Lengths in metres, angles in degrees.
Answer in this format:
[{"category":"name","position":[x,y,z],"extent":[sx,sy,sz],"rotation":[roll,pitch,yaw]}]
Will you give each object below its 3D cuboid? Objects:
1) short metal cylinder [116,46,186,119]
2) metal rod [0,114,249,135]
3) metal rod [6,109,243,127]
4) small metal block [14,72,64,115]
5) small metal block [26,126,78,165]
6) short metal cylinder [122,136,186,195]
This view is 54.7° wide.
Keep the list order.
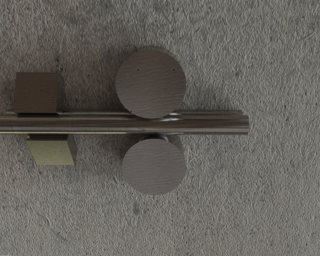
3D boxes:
[{"category":"short metal cylinder","position":[-0.010,-0.057,0.376],"extent":[0.081,0.050,0.079],"rotation":[0,110,0]},{"category":"metal rod","position":[-0.044,-0.004,0.383],"extent":[0.302,0.025,0.025],"rotation":[0,110,0]},{"category":"metal rod","position":[-0.045,-0.012,0.406],"extent":[0.302,0.025,0.025],"rotation":[0,110,-1]},{"category":"small metal block","position":[-0.149,-0.041,0.384],"extent":[0.050,0.025,0.050],"rotation":[0,83,0]},{"category":"small metal block","position":[-0.140,0.024,0.408],"extent":[0.050,0.025,0.050],"rotation":[0,137,-1]},{"category":"short metal cylinder","position":[-0.007,0.042,0.413],"extent":[0.081,0.050,0.079],"rotation":[0,110,0]}]
